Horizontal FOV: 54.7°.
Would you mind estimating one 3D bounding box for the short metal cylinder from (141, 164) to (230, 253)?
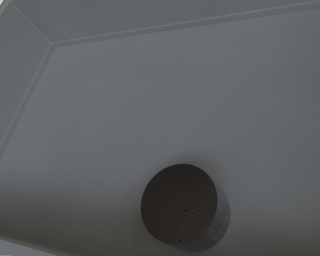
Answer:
[{"bbox_3d":[0.027,0.084,0.323,0.080,0.050,0.080,-13,56,20],"label":"short metal cylinder"}]
